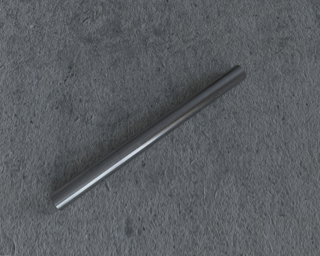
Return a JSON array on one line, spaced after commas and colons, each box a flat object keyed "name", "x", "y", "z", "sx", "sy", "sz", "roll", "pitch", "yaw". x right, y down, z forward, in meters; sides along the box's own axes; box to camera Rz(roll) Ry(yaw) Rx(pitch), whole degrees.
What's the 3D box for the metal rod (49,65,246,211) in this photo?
[{"name": "metal rod", "x": -0.006, "y": 0.006, "z": 0.408, "sx": 0.301, "sy": 0.025, "sz": 0.025, "roll": -35, "pitch": 74, "yaw": -12}]
